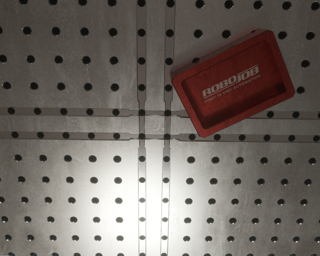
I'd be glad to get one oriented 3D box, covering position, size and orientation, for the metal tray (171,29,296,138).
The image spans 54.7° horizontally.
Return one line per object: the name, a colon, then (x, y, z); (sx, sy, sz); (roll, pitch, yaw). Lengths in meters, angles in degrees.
metal tray: (0.090, -0.055, 0.391); (0.130, 0.030, 0.090); (-26, 108, 8)
